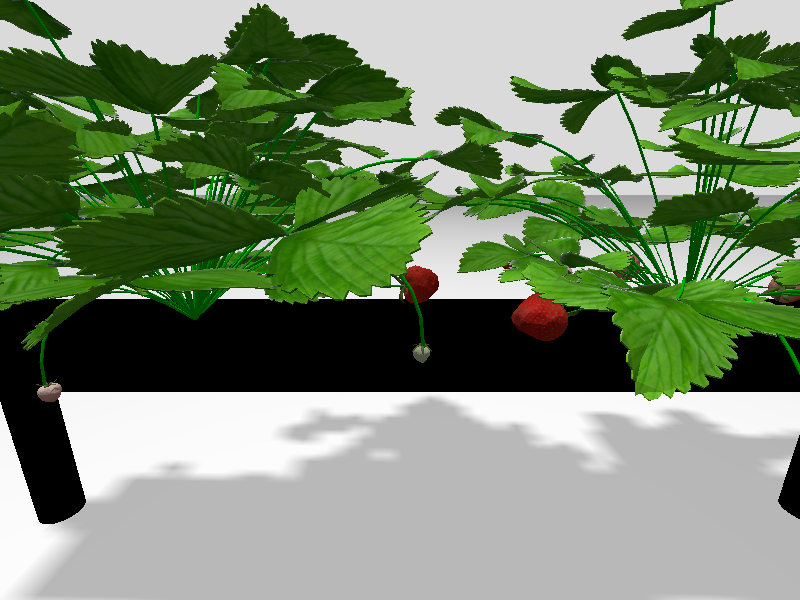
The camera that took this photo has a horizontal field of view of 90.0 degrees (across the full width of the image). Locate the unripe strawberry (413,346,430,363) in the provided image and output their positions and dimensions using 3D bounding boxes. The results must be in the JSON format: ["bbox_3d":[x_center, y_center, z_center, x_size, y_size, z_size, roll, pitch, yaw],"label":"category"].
[{"bbox_3d":[0.014,0.035,0.257,0.011,0.011,0.011,9,19,28],"label":"unripe strawberry"}]

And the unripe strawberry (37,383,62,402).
[{"bbox_3d":[-0.198,0.053,0.226,0.010,0.011,0.011,1,17,3],"label":"unripe strawberry"}]

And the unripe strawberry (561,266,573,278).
[{"bbox_3d":[0.197,-0.030,0.487,0.022,0.025,0.024,-8,18,-26],"label":"unripe strawberry"}]

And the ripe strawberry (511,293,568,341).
[{"bbox_3d":[0.110,0.013,0.320,0.042,0.036,0.042,-6,17,-16],"label":"ripe strawberry"}]

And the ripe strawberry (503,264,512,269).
[{"bbox_3d":[0.154,-0.051,0.558,0.027,0.028,0.029,-9,18,-27],"label":"ripe strawberry"}]

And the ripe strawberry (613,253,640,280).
[{"bbox_3d":[0.291,-0.043,0.516,0.031,0.035,0.033,3,16,10],"label":"ripe strawberry"}]

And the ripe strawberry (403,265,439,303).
[{"bbox_3d":[0.022,-0.016,0.414,0.039,0.040,0.035,-3,17,-13],"label":"ripe strawberry"}]

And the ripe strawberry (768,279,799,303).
[{"bbox_3d":[0.409,-0.015,0.418,0.036,0.037,0.033,-5,17,-20],"label":"ripe strawberry"}]
